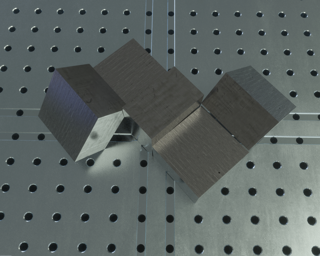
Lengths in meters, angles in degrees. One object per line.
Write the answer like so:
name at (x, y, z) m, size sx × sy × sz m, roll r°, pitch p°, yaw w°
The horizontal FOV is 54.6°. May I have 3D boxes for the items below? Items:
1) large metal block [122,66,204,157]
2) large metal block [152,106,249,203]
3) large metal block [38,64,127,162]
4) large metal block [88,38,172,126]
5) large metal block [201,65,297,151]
large metal block at (0.003, -0.018, 0.389) m, size 0.080 × 0.080 × 0.050 m, roll -40°, pitch 76°, yaw -13°
large metal block at (0.048, 0.034, 0.386) m, size 0.080 × 0.050 × 0.080 m, roll -39°, pitch 73°, yaw -13°
large metal block at (-0.096, -0.020, 0.382) m, size 0.080 × 0.080 × 0.050 m, roll 47°, pitch 38°, yaw 15°
large metal block at (-0.039, -0.059, 0.420) m, size 0.080 × 0.050 × 0.080 m, roll -40°, pitch 76°, yaw -12°
large metal block at (0.112, -0.029, 0.387) m, size 0.080 × 0.050 × 0.081 m, roll 47°, pitch 37°, yaw 14°
